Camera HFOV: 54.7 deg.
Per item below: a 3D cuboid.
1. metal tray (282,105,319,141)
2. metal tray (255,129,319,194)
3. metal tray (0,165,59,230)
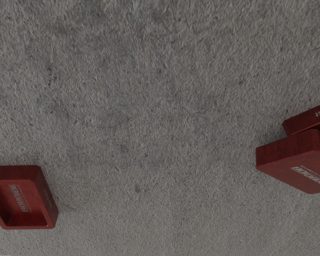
[{"bbox_3d":[0.242,0.002,0.408,0.130,0.030,0.090,-27,126,20],"label":"metal tray"},{"bbox_3d":[0.206,0.051,0.420,0.131,0.030,0.090,25,147,-28],"label":"metal tray"},{"bbox_3d":[-0.226,0.115,0.499,0.091,0.030,0.129,-1,130,1],"label":"metal tray"}]
